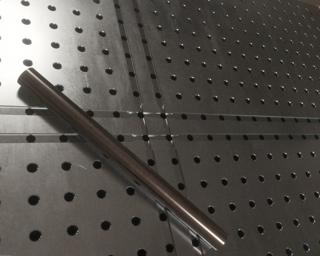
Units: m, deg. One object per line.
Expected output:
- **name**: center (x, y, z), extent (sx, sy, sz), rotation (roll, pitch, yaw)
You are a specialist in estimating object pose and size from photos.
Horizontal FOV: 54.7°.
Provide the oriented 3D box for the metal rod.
- **metal rod**: center (-0.042, 0.037, 0.364), extent (0.300, 0.025, 0.025), rotation (40, 51, -1)
